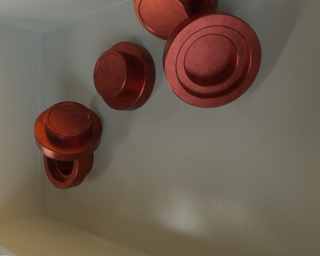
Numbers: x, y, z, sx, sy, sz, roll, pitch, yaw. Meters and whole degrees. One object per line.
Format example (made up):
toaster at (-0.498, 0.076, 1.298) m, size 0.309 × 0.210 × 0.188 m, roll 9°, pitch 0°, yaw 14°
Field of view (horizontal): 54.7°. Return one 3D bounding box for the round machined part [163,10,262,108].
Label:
round machined part at (0.052, -0.074, 0.328) m, size 0.097 × 0.099 × 0.042 m, roll -59°, pitch 20°, yaw 23°

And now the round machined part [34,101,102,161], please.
round machined part at (-0.136, -0.002, 0.464) m, size 0.098 × 0.099 × 0.042 m, roll 52°, pitch 146°, yaw 27°

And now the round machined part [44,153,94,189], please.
round machined part at (-0.148, 0.050, 0.515) m, size 0.098 × 0.042 × 0.097 m, roll 0°, pitch 90°, yaw 39°

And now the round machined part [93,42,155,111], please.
round machined part at (-0.057, -0.074, 0.441) m, size 0.098 × 0.042 × 0.097 m, roll 0°, pitch 90°, yaw 39°

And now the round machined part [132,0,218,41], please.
round machined part at (0.011, -0.137, 0.346) m, size 0.098 × 0.098 × 0.042 m, roll 6°, pitch 59°, yaw 39°
